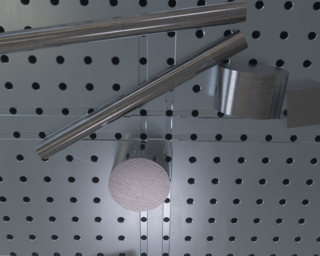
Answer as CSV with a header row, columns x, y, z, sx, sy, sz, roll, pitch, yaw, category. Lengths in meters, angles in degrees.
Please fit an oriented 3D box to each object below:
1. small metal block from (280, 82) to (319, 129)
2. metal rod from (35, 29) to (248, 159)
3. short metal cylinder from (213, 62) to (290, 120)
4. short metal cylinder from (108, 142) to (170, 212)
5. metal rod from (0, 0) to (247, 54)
x,y,z,sx,sy,sz,roll,pitch,yaw,category
0.187,-0.030,0.404,0.050,0.025,0.050,-7,110,2,small metal block
-0.031,-0.038,0.399,0.301,0.025,0.025,-28,108,9,metal rod
0.106,-0.046,0.368,0.081,0.080,0.050,4,110,-2,short metal cylinder
-0.027,0.066,0.424,0.081,0.050,0.079,0,110,0,short metal cylinder
-0.051,-0.119,0.368,0.302,0.025,0.025,-7,110,2,metal rod
